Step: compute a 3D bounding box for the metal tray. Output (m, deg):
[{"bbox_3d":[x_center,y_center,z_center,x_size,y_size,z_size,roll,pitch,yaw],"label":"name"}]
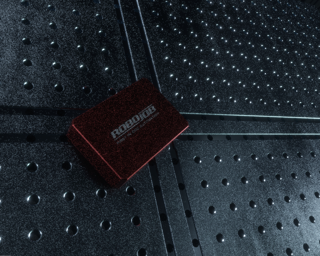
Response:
[{"bbox_3d":[-0.035,0.001,0.387,0.090,0.030,0.131,47,51,5],"label":"metal tray"}]
